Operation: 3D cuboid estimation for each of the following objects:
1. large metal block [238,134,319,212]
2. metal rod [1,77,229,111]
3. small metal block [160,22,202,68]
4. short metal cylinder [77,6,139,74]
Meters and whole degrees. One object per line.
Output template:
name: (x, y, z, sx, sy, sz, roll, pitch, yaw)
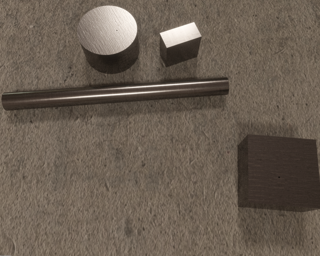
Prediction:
large metal block: (0.141, 0.056, 0.376, 0.081, 0.050, 0.080, 5, 70, 1)
metal rod: (-0.058, -0.047, 0.424, 0.302, 0.025, 0.025, -4, 70, -2)
small metal block: (0.028, -0.116, 0.438, 0.050, 0.050, 0.025, -20, 72, -8)
short metal cylinder: (-0.071, -0.124, 0.439, 0.081, 0.050, 0.080, 0, 70, 0)
